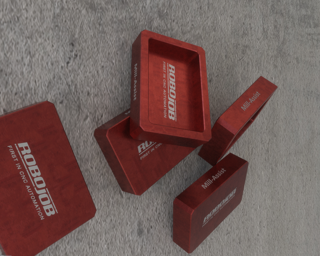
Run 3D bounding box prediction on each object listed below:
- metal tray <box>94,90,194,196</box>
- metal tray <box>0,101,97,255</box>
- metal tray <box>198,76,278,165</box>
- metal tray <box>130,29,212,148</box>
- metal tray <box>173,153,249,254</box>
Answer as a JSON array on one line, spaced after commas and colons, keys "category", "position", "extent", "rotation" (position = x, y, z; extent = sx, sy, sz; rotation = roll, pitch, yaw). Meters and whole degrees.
[{"category": "metal tray", "position": [-0.008, 0.011, 0.394], "extent": [0.131, 0.030, 0.090], "rotation": [-36, 112, -34]}, {"category": "metal tray", "position": [-0.126, 0.049, 0.296], "extent": [0.091, 0.030, 0.129], "rotation": [-28, 108, -36]}, {"category": "metal tray", "position": [0.115, -0.011, 0.457], "extent": [0.030, 0.089, 0.131], "rotation": [38, 53, 15]}, {"category": "metal tray", "position": [0.013, -0.046, 0.372], "extent": [0.091, 0.030, 0.130], "rotation": [10, 66, -25]}, {"category": "metal tray", "position": [0.073, 0.103, 0.439], "extent": [0.131, 0.030, 0.089], "rotation": [-31, 135, -36]}]
